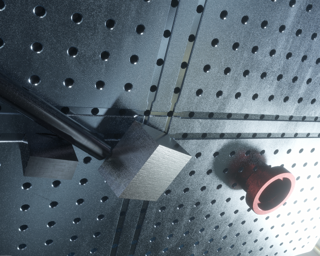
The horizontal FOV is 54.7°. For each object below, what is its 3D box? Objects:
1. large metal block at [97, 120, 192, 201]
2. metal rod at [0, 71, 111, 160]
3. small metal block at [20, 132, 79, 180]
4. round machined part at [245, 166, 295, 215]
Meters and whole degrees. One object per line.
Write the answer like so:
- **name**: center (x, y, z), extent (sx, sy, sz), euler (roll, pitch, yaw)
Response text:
- **large metal block**: center (-0.018, 0.045, 0.400), extent (0.080, 0.050, 0.080), euler (-53, 145, 9)
- **metal rod**: center (-0.161, -0.045, 0.295), extent (0.025, 0.025, 0.301), euler (-47, 129, 4)
- **small metal block**: center (-0.125, 0.031, 0.346), extent (0.050, 0.050, 0.025), euler (12, 113, -33)
- **round machined part**: center (0.199, 0.111, 0.577), extent (0.099, 0.042, 0.097), euler (-14, 124, -21)
